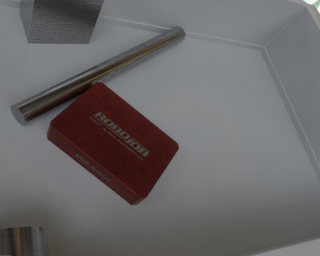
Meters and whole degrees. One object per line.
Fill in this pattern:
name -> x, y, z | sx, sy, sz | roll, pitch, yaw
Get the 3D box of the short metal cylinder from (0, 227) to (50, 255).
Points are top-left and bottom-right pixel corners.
short metal cylinder -> -0.126, 0.111, 0.235 | 0.081, 0.080, 0.050 | -1, 63, -29

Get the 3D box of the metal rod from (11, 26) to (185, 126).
metal rod -> -0.060, -0.086, 0.426 | 0.025, 0.025, 0.302 | 48, 51, 5

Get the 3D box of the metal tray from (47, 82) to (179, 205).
metal tray -> -0.052, 0.016, 0.366 | 0.130, 0.030, 0.090 | 39, 51, -2

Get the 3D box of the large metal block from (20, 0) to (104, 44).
large metal block -> -0.128, -0.154, 0.396 | 0.081, 0.080, 0.050 | -9, 67, -33
